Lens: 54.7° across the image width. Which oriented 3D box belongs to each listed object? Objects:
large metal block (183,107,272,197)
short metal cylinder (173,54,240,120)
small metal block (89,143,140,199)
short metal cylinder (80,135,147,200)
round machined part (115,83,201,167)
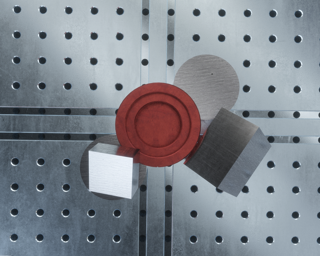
[{"bbox_3d":[0.086,0.032,0.380,0.050,0.080,0.080,34,90,34],"label":"large metal block"},{"bbox_3d":[0.056,-0.050,0.401,0.081,0.050,0.079,0,90,0],"label":"short metal cylinder"},{"bbox_3d":[-0.051,0.048,0.350,0.050,0.025,0.050,8,110,12],"label":"small metal block"},{"bbox_3d":[-0.057,0.048,0.400,0.081,0.050,0.079,0,90,0],"label":"short metal cylinder"},{"bbox_3d":[-0.002,-0.004,0.375,0.099,0.042,0.097,0,90,0],"label":"round machined part"}]
